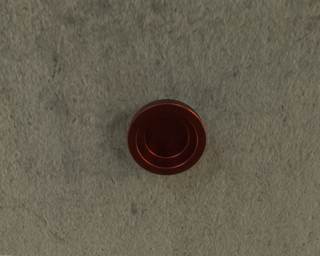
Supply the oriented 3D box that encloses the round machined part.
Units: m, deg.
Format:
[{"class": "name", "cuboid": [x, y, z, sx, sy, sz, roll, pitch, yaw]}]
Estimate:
[{"class": "round machined part", "cuboid": [0.009, 0.009, 0.404, 0.099, 0.042, 0.097, 0, 110, -1]}]
